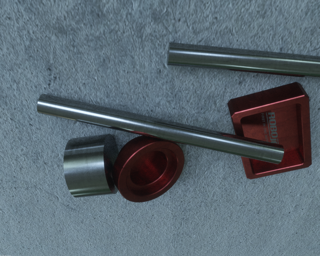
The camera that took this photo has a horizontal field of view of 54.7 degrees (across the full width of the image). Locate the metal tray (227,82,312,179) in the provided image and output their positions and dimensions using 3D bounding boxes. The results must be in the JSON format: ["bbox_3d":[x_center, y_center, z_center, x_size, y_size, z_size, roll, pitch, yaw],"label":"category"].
[{"bbox_3d":[0.149,0.009,0.413,0.090,0.030,0.130,-15,129,12],"label":"metal tray"}]

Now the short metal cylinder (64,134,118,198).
[{"bbox_3d":[-0.088,0.050,0.413,0.050,0.080,0.080,-7,130,6],"label":"short metal cylinder"}]

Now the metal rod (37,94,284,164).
[{"bbox_3d":[0.002,0.001,0.384,0.302,0.025,0.025,12,129,-1],"label":"metal rod"}]

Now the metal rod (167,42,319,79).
[{"bbox_3d":[0.159,-0.070,0.349,0.302,0.025,0.025,4,130,-4],"label":"metal rod"}]

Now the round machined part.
[{"bbox_3d":[-0.019,0.049,0.420,0.099,0.042,0.097,-18,127,-25],"label":"round machined part"}]
